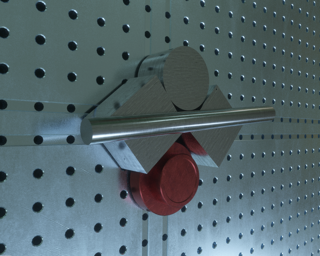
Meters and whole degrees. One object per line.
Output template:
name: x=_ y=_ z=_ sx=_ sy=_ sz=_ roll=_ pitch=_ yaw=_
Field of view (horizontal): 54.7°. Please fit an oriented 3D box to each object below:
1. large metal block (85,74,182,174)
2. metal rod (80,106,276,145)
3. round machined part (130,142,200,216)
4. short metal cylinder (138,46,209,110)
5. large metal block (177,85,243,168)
large metal block: x=-0.026 y=-0.006 z=0.366 sx=0.080 sy=0.050 sz=0.080 roll=-47 pitch=120 yaw=-30
metal rod: x=0.049 y=-0.009 z=0.378 sx=0.302 sy=0.025 sz=0.025 roll=-6 pitch=94 yaw=-39
round machined part: x=0.013 y=0.066 z=0.405 sx=0.099 sy=0.042 sz=0.097 roll=0 pitch=90 yaw=-40
short metal cylinder: x=0.018 y=-0.062 z=0.403 sx=0.081 sy=0.050 sz=0.079 roll=0 pitch=90 yaw=-40
large metal block: x=0.062 y=-0.003 z=0.437 sx=0.080 sy=0.050 sz=0.080 roll=50 pitch=62 yaw=-29
